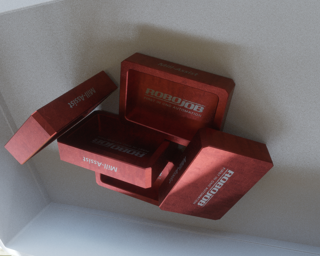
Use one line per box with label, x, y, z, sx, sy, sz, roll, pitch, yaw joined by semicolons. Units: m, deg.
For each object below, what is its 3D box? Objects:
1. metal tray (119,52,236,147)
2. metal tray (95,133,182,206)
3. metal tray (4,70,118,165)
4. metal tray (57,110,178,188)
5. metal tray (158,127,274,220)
metal tray;0.015;-0.030;0.375;0.130;0.030;0.089;19;126;16
metal tray;-0.034;0.060;0.455;0.130;0.030;0.089;15;125;19
metal tray;-0.119;-0.016;0.388;0.090;0.131;0.030;-33;100;38
metal tray;-0.053;0.022;0.403;0.130;0.090;0.030;15;124;19
metal tray;0.063;0.062;0.382;0.091;0.030;0.129;15;131;-17
